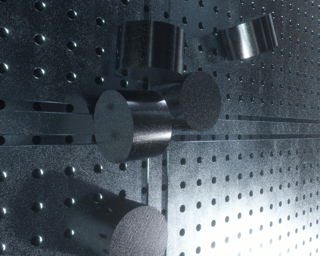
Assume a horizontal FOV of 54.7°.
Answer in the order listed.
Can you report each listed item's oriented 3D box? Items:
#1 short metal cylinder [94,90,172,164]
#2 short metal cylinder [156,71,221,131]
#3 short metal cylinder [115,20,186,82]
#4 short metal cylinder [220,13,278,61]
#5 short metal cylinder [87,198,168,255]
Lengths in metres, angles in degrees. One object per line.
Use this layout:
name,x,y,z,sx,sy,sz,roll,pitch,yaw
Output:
short metal cylinder,-0.032,-0.003,0.348,0.050,0.080,0.079,-6,94,-40
short metal cylinder,0.039,-0.035,0.428,0.081,0.050,0.079,0,90,-40
short metal cylinder,-0.011,-0.087,0.365,0.081,0.080,0.050,6,87,-40
short metal cylinder,0.141,-0.145,0.494,0.081,0.080,0.050,-32,111,-36
short metal cylinder,-0.037,0.127,0.364,0.081,0.050,0.079,0,90,-40
